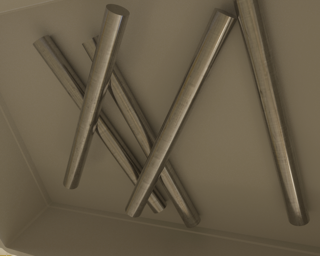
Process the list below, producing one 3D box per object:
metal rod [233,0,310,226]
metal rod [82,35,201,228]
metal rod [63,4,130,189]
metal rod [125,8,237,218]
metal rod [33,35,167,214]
[{"bbox_3d":[0.123,-0.016,0.333,0.025,0.025,0.298,-8,115,31],"label":"metal rod"},{"bbox_3d":[-0.018,0.016,0.426,0.025,0.025,0.299,-17,110,34],"label":"metal rod"},{"bbox_3d":[-0.094,-0.016,0.412,0.025,0.025,0.298,31,128,7],"label":"metal rod"},{"bbox_3d":[0.013,0.004,0.380,0.025,0.025,0.298,29,121,9],"label":"metal rod"},{"bbox_3d":[-0.080,0.003,0.450,0.025,0.025,0.299,-24,106,36],"label":"metal rod"}]
